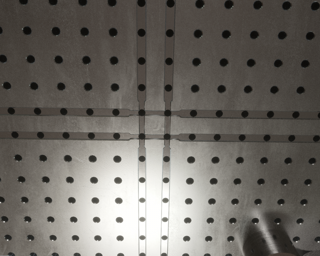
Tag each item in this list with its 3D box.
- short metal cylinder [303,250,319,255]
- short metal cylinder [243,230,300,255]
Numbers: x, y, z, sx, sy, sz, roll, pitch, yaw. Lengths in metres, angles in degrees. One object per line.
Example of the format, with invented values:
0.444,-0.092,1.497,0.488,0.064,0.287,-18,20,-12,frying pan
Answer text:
0.257,0.237,0.475,0.080,0.080,0.050,-7,110,2,short metal cylinder
0.174,0.206,0.479,0.081,0.050,0.079,0,110,-1,short metal cylinder
